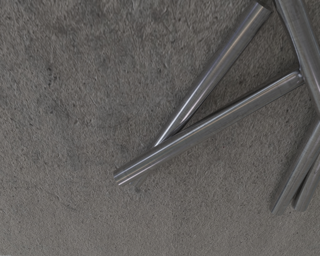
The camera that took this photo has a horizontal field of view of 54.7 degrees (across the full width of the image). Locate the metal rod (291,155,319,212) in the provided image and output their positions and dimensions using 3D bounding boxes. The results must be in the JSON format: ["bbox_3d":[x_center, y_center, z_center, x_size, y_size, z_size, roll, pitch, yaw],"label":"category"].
[{"bbox_3d":[0.228,0.017,0.423,0.025,0.025,0.298,-2,130,1],"label":"metal rod"}]

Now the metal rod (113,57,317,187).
[{"bbox_3d":[0.069,-0.008,0.377,0.300,0.025,0.025,-31,124,15],"label":"metal rod"}]

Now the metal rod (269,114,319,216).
[{"bbox_3d":[0.202,0.032,0.422,0.025,0.025,0.298,1,134,-1],"label":"metal rod"}]

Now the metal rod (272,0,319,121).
[{"bbox_3d":[0.157,-0.064,0.319,0.025,0.025,0.299,-25,116,19],"label":"metal rod"}]

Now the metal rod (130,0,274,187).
[{"bbox_3d":[0.032,-0.020,0.389,0.025,0.025,0.298,22,127,-18],"label":"metal rod"}]
